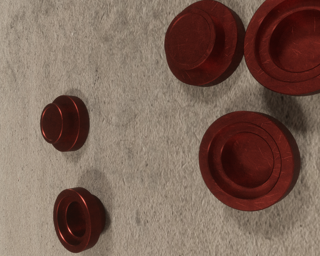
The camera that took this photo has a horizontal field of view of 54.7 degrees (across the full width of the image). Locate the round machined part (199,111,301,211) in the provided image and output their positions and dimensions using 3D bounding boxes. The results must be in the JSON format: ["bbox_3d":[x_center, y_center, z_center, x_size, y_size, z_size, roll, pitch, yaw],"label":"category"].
[{"bbox_3d":[0.092,0.032,0.317,0.098,0.042,0.097,0,90,39],"label":"round machined part"}]

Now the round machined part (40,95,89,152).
[{"bbox_3d":[-0.168,-0.008,0.529,0.098,0.042,0.097,0,90,39],"label":"round machined part"}]

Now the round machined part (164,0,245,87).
[{"bbox_3d":[0.044,-0.098,0.356,0.098,0.042,0.097,0,90,39],"label":"round machined part"}]

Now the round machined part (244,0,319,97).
[{"bbox_3d":[0.132,-0.078,0.284,0.098,0.042,0.097,0,90,39],"label":"round machined part"}]

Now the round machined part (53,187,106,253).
[{"bbox_3d":[-0.125,0.143,0.494,0.098,0.042,0.097,0,90,39],"label":"round machined part"}]
